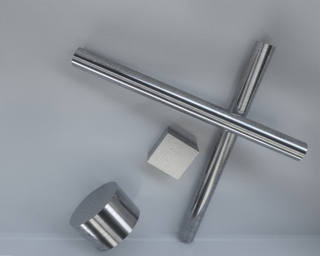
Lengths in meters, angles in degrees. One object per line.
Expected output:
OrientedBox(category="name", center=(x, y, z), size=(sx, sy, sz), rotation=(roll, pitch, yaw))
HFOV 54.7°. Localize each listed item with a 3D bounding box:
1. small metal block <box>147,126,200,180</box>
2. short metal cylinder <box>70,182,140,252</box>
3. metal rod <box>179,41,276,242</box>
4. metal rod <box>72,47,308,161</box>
OrientedBox(category="small metal block", center=(0.018, 0.034, 0.424), size=(0.050, 0.025, 0.050), rotation=(32, 107, -12))
OrientedBox(category="short metal cylinder", center=(-0.075, 0.120, 0.425), size=(0.080, 0.080, 0.050), rotation=(-33, 107, 11))
OrientedBox(category="metal rod", center=(0.084, 0.032, 0.424), size=(0.025, 0.025, 0.298), rotation=(16, 109, -6))
OrientedBox(category="metal rod", center=(0.037, -0.029, 0.382), size=(0.301, 0.025, 0.025), rotation=(23, 109, -1))
